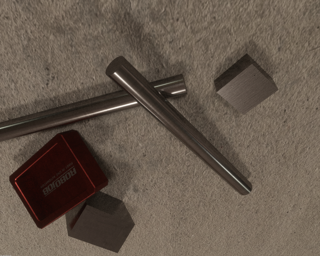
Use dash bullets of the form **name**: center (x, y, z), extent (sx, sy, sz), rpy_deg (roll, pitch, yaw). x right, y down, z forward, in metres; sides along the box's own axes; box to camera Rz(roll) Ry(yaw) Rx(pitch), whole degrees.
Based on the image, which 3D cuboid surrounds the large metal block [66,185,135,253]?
- **large metal block**: center (-0.095, 0.136, 0.476), extent (0.080, 0.080, 0.050), rpy_deg (30, 91, -24)

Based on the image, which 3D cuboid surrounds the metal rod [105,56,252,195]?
- **metal rod**: center (0.045, 0.016, 0.399), extent (0.025, 0.025, 0.300), rpy_deg (-30, 131, 23)

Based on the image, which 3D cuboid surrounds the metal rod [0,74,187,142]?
- **metal rod**: center (-0.115, -0.017, 0.390), extent (0.301, 0.025, 0.025), rpy_deg (-13, 129, 10)

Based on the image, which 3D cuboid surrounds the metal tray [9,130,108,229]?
- **metal tray**: center (-0.144, 0.073, 0.432), extent (0.130, 0.030, 0.090), rpy_deg (-36, 84, 26)

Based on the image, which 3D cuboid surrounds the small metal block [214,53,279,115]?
- **small metal block**: center (0.101, -0.051, 0.366), extent (0.050, 0.025, 0.050), rpy_deg (35, 122, -26)
